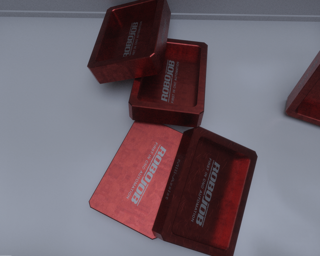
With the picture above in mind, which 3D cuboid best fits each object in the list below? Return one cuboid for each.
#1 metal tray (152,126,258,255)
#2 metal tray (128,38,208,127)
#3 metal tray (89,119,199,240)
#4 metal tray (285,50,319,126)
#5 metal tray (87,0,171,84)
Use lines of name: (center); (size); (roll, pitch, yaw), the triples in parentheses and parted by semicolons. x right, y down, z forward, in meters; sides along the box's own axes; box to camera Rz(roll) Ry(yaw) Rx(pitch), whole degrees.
metal tray: (0.055, 0.074, 0.359); (0.090, 0.030, 0.130); (24, 74, -16)
metal tray: (0.014, -0.065, 0.413); (0.091, 0.030, 0.130); (7, 55, 2)
metal tray: (-0.016, 0.059, 0.385); (0.090, 0.030, 0.130); (25, 72, 8)
metal tray: (0.223, -0.051, 0.373); (0.090, 0.129, 0.030); (19, 56, 6)
metal tray: (-0.037, -0.122, 0.417); (0.090, 0.030, 0.130); (-6, 52, 18)
